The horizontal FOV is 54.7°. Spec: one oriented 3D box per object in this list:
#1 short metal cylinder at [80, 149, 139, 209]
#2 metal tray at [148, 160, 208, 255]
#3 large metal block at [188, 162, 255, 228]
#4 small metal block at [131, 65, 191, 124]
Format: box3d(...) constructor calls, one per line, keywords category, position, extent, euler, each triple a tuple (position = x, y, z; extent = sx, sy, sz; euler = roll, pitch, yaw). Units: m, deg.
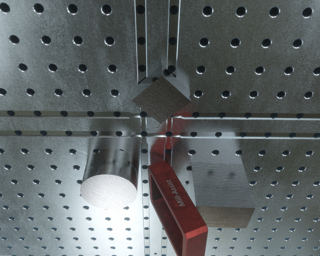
box3d(category="short metal cylinder", position=(-0.073, 0.076, 0.459), extent=(0.081, 0.050, 0.079), euler=(0, 130, 0))
box3d(category="metal tray", position=(0.021, 0.121, 0.444), extent=(0.030, 0.130, 0.089), euler=(-16, 132, -16))
box3d(category="large metal block", position=(0.086, 0.099, 0.460), extent=(0.081, 0.080, 0.050), euler=(3, 130, -3))
box3d(category="small metal block", position=(0.002, -0.040, 0.378), extent=(0.050, 0.025, 0.050), euler=(-36, 122, 26))
